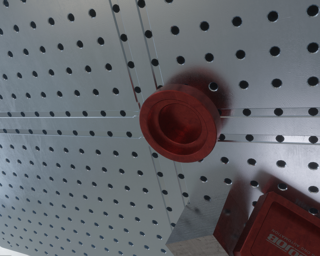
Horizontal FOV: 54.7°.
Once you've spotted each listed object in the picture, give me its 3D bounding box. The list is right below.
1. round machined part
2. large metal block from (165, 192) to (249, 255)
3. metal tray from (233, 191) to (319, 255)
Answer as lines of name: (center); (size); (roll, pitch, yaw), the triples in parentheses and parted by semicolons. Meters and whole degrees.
round machined part: (0.028, -0.009, 0.380); (0.098, 0.042, 0.097); (13, 124, 21)
large metal block: (0.067, 0.143, 0.429); (0.080, 0.080, 0.050); (-28, 103, 37)
metal tray: (0.166, 0.148, 0.371); (0.130, 0.090, 0.030); (31, 159, 8)
